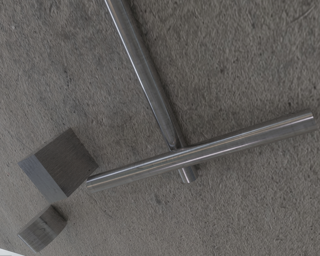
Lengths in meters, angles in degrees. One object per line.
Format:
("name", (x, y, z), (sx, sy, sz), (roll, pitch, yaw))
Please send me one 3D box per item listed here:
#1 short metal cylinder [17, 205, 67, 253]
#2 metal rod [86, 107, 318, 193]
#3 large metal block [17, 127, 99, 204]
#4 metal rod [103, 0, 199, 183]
("short metal cylinder", (-0.235, 0.201, 0.619), (0.080, 0.080, 0.050), (-34, 99, 38))
("metal rod", (0.031, 0.036, 0.382), (0.300, 0.025, 0.025), (-20, 108, 25))
("large metal block", (-0.158, 0.058, 0.491), (0.050, 0.080, 0.080), (-23, 106, 36))
("metal rod", (-0.014, -0.061, 0.376), (0.025, 0.025, 0.299), (-10, 113, 32))
